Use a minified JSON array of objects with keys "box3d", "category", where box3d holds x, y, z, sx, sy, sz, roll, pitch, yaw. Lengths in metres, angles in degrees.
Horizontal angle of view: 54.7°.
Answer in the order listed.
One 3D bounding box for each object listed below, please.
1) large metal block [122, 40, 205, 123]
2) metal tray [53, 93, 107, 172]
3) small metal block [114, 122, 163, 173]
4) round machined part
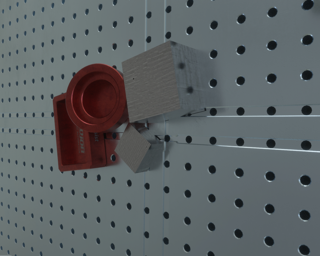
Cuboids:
[{"box3d":[0.003,-0.053,0.389,0.080,0.050,0.080,-14,82,39],"category":"large metal block"},{"box3d":[-0.135,0.004,0.514,0.090,0.030,0.129,-11,83,39],"category":"metal tray"},{"box3d":[-0.031,0.027,0.433,0.050,0.025,0.050,43,115,31],"category":"small metal block"},{"box3d":[-0.083,-0.041,0.452,0.098,0.042,0.097,-1,86,19],"category":"round machined part"}]
